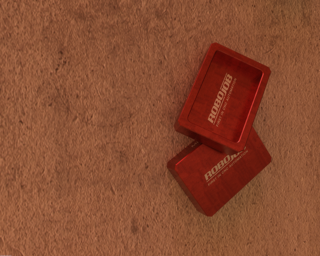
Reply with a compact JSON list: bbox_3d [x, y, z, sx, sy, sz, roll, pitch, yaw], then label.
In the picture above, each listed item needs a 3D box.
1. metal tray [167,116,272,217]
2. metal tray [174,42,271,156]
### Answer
[{"bbox_3d":[0.086,0.048,0.438,0.131,0.030,0.090,-37,102,-16],"label":"metal tray"},{"bbox_3d":[0.085,-0.039,0.415,0.090,0.030,0.130,25,73,-2],"label":"metal tray"}]
